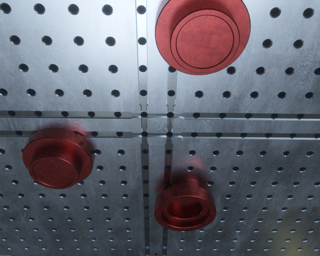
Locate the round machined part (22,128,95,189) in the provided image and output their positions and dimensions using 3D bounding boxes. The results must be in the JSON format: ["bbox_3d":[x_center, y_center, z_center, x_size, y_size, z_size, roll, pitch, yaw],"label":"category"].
[{"bbox_3d":[-0.146,0.050,0.442,0.099,0.042,0.097,0,130,0],"label":"round machined part"}]

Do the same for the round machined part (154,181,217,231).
[{"bbox_3d":[0.040,0.124,0.506,0.099,0.042,0.097,0,130,0],"label":"round machined part"}]

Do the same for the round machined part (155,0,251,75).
[{"bbox_3d":[0.044,-0.096,0.319,0.099,0.042,0.097,0,130,0],"label":"round machined part"}]
